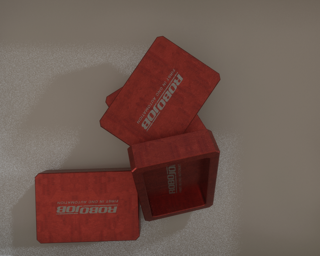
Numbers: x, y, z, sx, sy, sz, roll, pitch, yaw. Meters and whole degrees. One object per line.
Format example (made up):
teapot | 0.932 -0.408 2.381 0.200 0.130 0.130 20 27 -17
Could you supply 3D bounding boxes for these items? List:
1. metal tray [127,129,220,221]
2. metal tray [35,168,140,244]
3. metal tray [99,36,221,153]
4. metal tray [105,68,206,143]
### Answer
metal tray | 0.018 0.060 0.361 0.091 0.129 0.030 -12 51 -5
metal tray | -0.093 0.100 0.408 0.131 0.030 0.089 -2 90 -1
metal tray | 0.000 -0.033 0.378 0.090 0.030 0.130 34 90 -1
metal tray | 0.001 -0.007 0.409 0.090 0.030 0.130 -33 90 -1
